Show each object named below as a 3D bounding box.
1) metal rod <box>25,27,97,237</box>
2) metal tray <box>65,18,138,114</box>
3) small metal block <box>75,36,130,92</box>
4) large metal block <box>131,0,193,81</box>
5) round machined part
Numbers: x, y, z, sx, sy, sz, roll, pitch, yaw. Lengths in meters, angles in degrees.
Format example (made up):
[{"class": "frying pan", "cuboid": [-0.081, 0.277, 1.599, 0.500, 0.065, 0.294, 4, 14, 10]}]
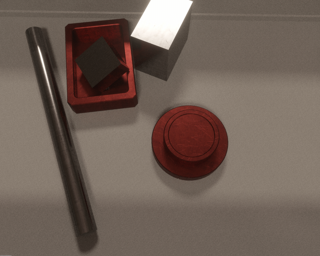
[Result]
[{"class": "metal rod", "cuboid": [-0.136, -0.009, 0.411, 0.025, 0.025, 0.299, -18, 71, -7]}, {"class": "metal tray", "cuboid": [-0.083, -0.089, 0.438, 0.091, 0.030, 0.129, -7, 70, -3]}, {"class": "small metal block", "cuboid": [-0.078, -0.085, 0.417, 0.050, 0.025, 0.050, -38, 73, 12]}, {"class": "large metal block", "cuboid": [0.003, -0.124, 0.426, 0.050, 0.080, 0.080, 22, 72, 7]}, {"class": "round machined part", "cuboid": [0.038, 0.015, 0.396, 0.099, 0.042, 0.098, 0, 70, -1]}]
